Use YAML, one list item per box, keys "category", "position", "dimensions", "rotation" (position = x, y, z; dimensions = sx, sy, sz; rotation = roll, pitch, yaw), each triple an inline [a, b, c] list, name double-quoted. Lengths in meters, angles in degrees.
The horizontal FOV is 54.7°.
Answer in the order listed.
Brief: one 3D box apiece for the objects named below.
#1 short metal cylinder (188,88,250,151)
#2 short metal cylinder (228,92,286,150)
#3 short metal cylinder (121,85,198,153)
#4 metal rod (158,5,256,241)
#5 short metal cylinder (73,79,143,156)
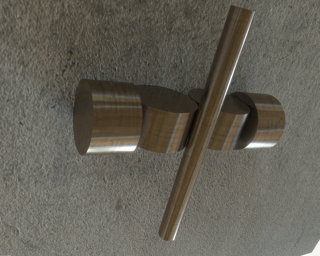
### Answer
- category: "short metal cylinder"
  position: [0.069, -0.013, 0.402]
  dimensions: [0.081, 0.080, 0.050]
  rotation: [1, 118, -29]
- category: "short metal cylinder"
  position: [0.126, -0.010, 0.436]
  dimensions: [0.050, 0.080, 0.079]
  rotation: [1, 118, -29]
- category: "short metal cylinder"
  position: [-0.001, -0.013, 0.364]
  dimensions: [0.081, 0.080, 0.050]
  rotation: [1, 118, -29]
- category: "metal rod"
  position: [0.045, 0.014, 0.362]
  dimensions: [0.025, 0.025, 0.298]
  rotation: [1, 118, -29]
- category: "short metal cylinder"
  position: [-0.059, -0.011, 0.334]
  dimensions: [0.050, 0.080, 0.079]
  rotation: [1, 118, -29]
